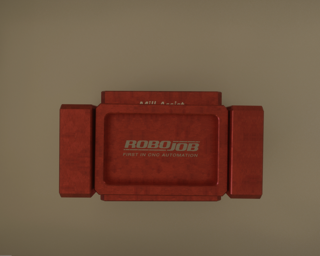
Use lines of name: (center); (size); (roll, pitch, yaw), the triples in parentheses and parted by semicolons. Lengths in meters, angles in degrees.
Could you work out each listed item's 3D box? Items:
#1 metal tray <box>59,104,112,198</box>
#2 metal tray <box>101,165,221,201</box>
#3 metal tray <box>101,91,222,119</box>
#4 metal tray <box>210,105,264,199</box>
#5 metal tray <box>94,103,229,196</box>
metal tray: (-0.080, 0.021, 0.357); (0.030, 0.130, 0.089); (1, 91, 0)
metal tray: (0.001, 0.064, 0.376); (0.131, 0.090, 0.030); (0, 90, 0)
metal tray: (0.002, -0.025, 0.376); (0.131, 0.090, 0.030); (0, 91, 0)
metal tray: (0.083, 0.022, 0.357); (0.030, 0.130, 0.089); (1, 91, 0)
metal tray: (0.001, 0.021, 0.317); (0.131, 0.030, 0.089); (1, 90, 0)
